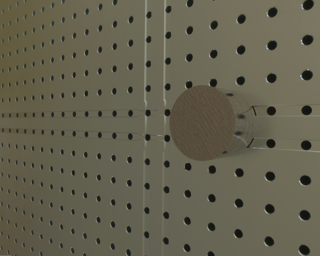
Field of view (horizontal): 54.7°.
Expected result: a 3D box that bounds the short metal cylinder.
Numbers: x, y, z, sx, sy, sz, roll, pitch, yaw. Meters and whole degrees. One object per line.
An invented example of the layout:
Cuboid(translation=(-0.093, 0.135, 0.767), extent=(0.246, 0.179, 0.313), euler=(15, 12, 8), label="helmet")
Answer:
Cuboid(translation=(0.058, -0.005, 0.344), extent=(0.080, 0.050, 0.079), euler=(0, 90, 39), label="short metal cylinder")
